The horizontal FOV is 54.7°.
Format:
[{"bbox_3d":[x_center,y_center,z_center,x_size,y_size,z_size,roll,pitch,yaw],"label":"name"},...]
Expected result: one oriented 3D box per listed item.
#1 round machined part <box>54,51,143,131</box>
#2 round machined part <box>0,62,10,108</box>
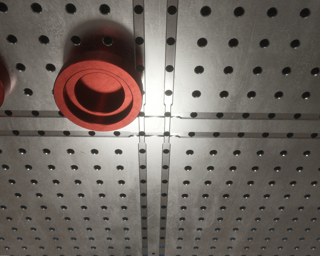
[{"bbox_3d":[-0.068,-0.046,0.361,0.099,0.042,0.097,-1,130,0],"label":"round machined part"},{"bbox_3d":[-0.231,-0.050,0.355,0.099,0.042,0.097,-1,130,0],"label":"round machined part"}]
